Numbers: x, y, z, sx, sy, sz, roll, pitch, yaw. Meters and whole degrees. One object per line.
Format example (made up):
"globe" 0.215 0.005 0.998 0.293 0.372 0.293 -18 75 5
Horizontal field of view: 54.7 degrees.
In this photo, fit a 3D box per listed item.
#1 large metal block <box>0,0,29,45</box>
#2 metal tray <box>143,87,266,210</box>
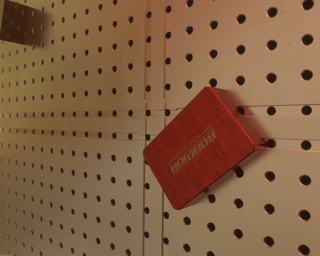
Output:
"large metal block" -0.328 -0.228 0.659 0.080 0.050 0.079 22 104 37
"metal tray" 0.045 0.026 0.367 0.129 0.030 0.090 -46 63 30
